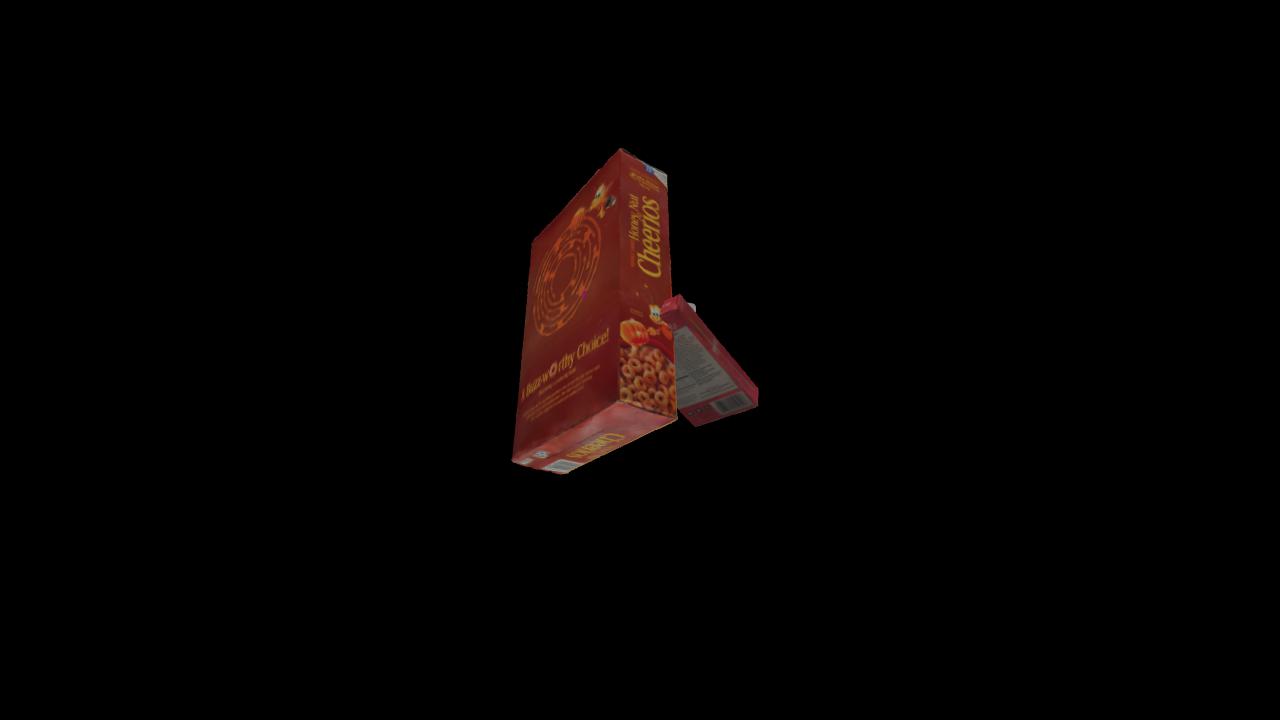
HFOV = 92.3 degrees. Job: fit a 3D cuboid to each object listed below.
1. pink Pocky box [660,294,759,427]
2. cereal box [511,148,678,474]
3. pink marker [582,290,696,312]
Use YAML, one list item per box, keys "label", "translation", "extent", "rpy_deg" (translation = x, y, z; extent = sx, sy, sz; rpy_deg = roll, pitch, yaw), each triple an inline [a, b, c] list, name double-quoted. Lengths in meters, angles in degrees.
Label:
- label: "pink Pocky box"
  translation: [0.050, 0.005, 0.645]
  extent: [0.084, 0.029, 0.155]
  rpy_deg: [-24, -56, 32]
- label: "cereal box"
  translation: [-0.052, -0.051, 0.674]
  extent: [0.081, 0.306, 0.203]
  rpy_deg: [20, -35, -32]
- label: "pink marker"
  translation: [-0.001, -0.058, 0.634]
  extent: [0.121, 0.020, 0.020]
  rpy_deg: [8, -2, -18]
